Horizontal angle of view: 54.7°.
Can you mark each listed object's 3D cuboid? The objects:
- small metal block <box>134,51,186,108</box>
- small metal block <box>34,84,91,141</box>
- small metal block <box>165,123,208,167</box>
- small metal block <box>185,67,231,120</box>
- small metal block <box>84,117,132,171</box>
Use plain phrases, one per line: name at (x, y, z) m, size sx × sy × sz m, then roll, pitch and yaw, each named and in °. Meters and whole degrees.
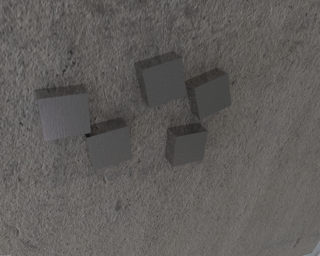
small metal block at (0.001, -0.058, 0.371) m, size 0.050 × 0.025 × 0.050 m, roll -21°, pitch 127°, yaw -16°
small metal block at (-0.105, -0.017, 0.338) m, size 0.050 × 0.025 × 0.050 m, roll -11°, pitch 123°, yaw -23°
small metal block at (0.037, 0.023, 0.441) m, size 0.050 × 0.025 × 0.050 m, roll -10°, pitch 123°, yaw -23°
small metal block at (0.065, -0.046, 0.414) m, size 0.050 × 0.025 × 0.050 m, roll -25°, pitch 128°, yaw -13°
small metal block at (-0.065, 0.019, 0.383) m, size 0.050 × 0.025 × 0.050 m, roll -16°, pitch 125°, yaw -19°
